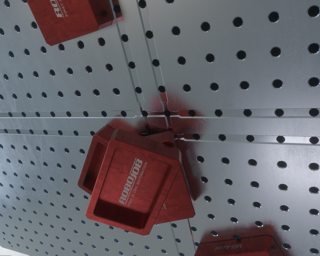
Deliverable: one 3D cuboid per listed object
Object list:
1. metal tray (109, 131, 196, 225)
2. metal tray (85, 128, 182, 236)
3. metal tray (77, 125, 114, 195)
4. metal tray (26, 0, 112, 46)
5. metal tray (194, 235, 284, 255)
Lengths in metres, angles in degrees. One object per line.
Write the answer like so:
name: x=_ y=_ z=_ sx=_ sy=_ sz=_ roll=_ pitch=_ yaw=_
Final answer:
metal tray: x=-0.008 y=0.075 z=0.439 sx=0.090 sy=0.030 sz=0.129 roll=-14 pitch=114 yaw=9
metal tray: x=-0.036 y=0.074 z=0.405 sx=0.090 sy=0.030 sz=0.129 roll=19 pitch=114 yaw=-6
metal tray: x=-0.074 y=0.069 z=0.490 sx=0.090 sy=0.030 sz=0.129 roll=32 pitch=129 yaw=7
metal tray: x=-0.121 y=-0.172 z=0.366 sx=0.090 sy=0.030 sz=0.129 roll=-6 pitch=116 yaw=31
metal tray: x=0.127 y=0.215 z=0.473 sx=0.130 sy=0.030 sz=0.090 roll=-24 pitch=106 yaw=36
